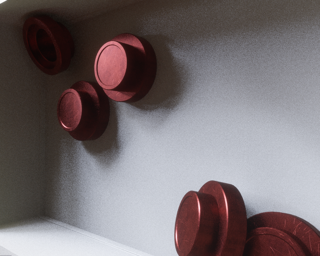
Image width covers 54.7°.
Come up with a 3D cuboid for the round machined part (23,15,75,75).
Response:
[{"bbox_3d":[-0.185,-0.143,0.529,0.098,0.042,0.097,22,130,29],"label":"round machined part"}]

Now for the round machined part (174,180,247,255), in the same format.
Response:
[{"bbox_3d":[0.046,0.103,0.323,0.098,0.042,0.097,-165,89,-77],"label":"round machined part"}]

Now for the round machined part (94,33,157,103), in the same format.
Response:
[{"bbox_3d":[-0.055,-0.086,0.439,0.098,0.042,0.097,0,90,39],"label":"round machined part"}]

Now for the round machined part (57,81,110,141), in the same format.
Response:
[{"bbox_3d":[-0.129,-0.028,0.499,0.098,0.042,0.097,0,90,39],"label":"round machined part"}]

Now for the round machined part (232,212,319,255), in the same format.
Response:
[{"bbox_3d":[0.109,0.129,0.290,0.098,0.042,0.098,-13,67,34],"label":"round machined part"}]
